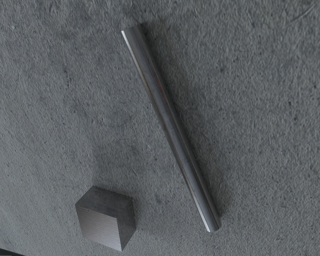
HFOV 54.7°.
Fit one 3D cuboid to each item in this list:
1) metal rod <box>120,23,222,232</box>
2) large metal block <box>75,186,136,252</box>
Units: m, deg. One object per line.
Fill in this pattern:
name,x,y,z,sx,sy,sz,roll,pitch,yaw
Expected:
metal rod,0.022,0.014,0.403,0.025,0.025,0.299,-10,113,32
large metal block,-0.092,0.155,0.535,0.080,0.050,0.079,11,123,22
